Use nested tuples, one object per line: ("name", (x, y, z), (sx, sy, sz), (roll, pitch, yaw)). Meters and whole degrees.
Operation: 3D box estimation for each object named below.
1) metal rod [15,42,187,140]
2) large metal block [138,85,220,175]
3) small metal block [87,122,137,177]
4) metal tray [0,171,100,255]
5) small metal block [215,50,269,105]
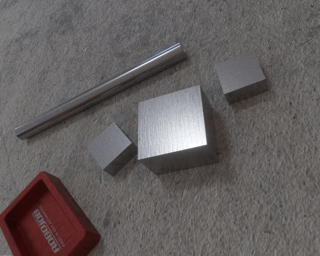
("metal rod", (-0.099, -0.053, 0.486), (0.301, 0.025, 0.025), (-25, 53, 12))
("large metal block", (0.021, 0.004, 0.373), (0.080, 0.050, 0.080), (-14, 56, 20))
("small metal block", (-0.063, 0.028, 0.418), (0.050, 0.025, 0.050), (-43, 51, -2))
("metal tray", (-0.146, 0.128, 0.396), (0.090, 0.030, 0.130), (-48, 52, -6))
("small metal block", (0.102, -0.063, 0.389), (0.050, 0.025, 0.050), (-20, 54, 16))
